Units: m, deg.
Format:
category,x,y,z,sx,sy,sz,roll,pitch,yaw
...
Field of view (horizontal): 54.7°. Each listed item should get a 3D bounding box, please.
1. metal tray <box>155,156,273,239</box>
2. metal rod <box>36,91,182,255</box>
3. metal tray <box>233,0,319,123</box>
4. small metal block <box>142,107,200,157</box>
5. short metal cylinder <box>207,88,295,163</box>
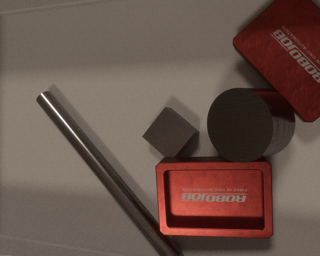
category,x,y,z,sx,sy,sz,roll,pitch,yaw
metal tray,0.064,0.081,0.370,0.131,0.030,0.089,-2,96,12
metal rod,-0.079,0.061,0.436,0.025,0.025,0.300,-45,76,14
metal tray,0.159,-0.081,0.352,0.090,0.030,0.130,-42,77,15
small metal block,0.014,0.008,0.405,0.050,0.025,0.050,41,103,15
short metal cylinder,0.100,-0.005,0.345,0.080,0.050,0.079,7,100,46
